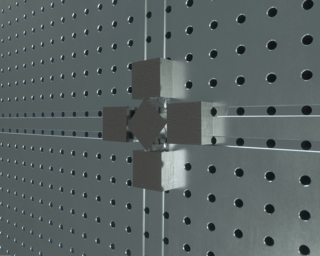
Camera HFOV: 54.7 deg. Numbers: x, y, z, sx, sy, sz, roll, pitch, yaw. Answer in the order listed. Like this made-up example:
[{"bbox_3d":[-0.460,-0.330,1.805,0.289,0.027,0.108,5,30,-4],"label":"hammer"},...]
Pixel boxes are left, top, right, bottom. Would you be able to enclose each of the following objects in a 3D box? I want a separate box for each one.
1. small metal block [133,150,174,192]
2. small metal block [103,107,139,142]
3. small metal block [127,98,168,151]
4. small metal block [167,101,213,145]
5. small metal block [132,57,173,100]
[{"bbox_3d":[-0.009,0.055,0.415,0.050,0.025,0.050,1,90,39],"label":"small metal block"},{"bbox_3d":[-0.058,-0.006,0.454,0.050,0.025,0.050,2,91,39],"label":"small metal block"},{"bbox_3d":[-0.011,-0.005,0.416,0.050,0.025,0.050,50,119,28],"label":"small metal block"},{"bbox_3d":[0.036,-0.005,0.378,0.050,0.025,0.050,0,90,39],"label":"small metal block"},{"bbox_3d":[-0.011,-0.064,0.416,0.050,0.025,0.050,-1,90,39],"label":"small metal block"}]
